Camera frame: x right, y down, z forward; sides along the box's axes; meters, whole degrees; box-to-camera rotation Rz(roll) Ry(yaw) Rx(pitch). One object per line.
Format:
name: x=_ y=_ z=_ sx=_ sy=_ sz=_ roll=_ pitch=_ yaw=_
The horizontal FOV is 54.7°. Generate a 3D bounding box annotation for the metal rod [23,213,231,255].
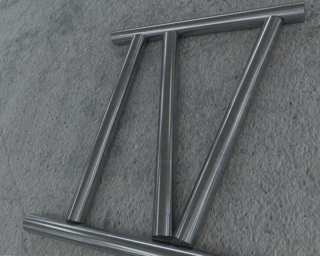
metal rod: x=-0.040 y=0.130 z=0.344 sx=0.300 sy=0.025 sz=0.025 roll=1 pitch=62 yaw=28

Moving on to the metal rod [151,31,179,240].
metal rod: x=0.010 y=-0.012 z=0.405 sx=0.025 sy=0.025 sz=0.299 roll=-11 pitch=57 yaw=22

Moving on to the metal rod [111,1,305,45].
metal rod: x=0.054 y=-0.154 z=0.470 sx=0.300 sy=0.025 sz=0.025 roll=1 pitch=62 yaw=28

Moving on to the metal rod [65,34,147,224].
metal rod: x=-0.070 y=-0.015 z=0.448 sx=0.025 sy=0.025 sz=0.300 roll=1 pitch=62 yaw=28

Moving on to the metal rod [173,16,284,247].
metal rod: x=0.088 y=-0.011 z=0.364 sx=0.025 sy=0.025 sz=0.300 roll=14 pitch=69 yaw=33
